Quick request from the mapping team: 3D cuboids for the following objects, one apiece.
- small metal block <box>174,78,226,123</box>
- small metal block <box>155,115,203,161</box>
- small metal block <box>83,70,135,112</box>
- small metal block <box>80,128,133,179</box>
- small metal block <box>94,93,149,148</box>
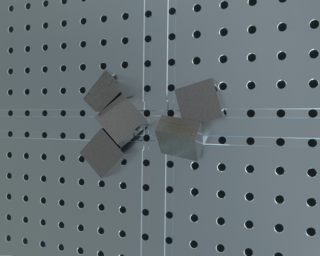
[{"bbox_3d":[0.051,-0.031,0.395,0.050,0.025,0.050,-16,85,19],"label":"small metal block"},{"bbox_3d":[0.025,0.013,0.388,0.050,0.050,0.025,11,55,19],"label":"small metal block"},{"bbox_3d":[-0.069,-0.048,0.424,0.025,0.050,0.050,44,104,15],"label":"small metal block"},{"bbox_3d":[-0.077,0.035,0.440,0.050,0.025,0.050,-46,76,14],"label":"small metal block"},{"bbox_3d":[-0.052,-0.010,0.423,0.050,0.025,0.050,-41,76,-6],"label":"small metal block"}]
